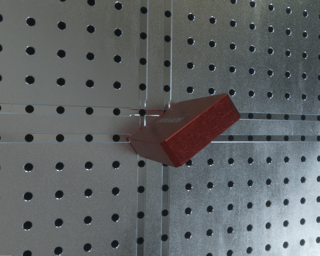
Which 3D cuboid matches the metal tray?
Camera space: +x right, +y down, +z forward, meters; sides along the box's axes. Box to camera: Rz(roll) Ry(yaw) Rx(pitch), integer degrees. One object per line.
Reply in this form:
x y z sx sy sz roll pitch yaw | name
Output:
0.022 0.001 0.366 0.090 0.130 0.030 -36 102 -17 | metal tray
